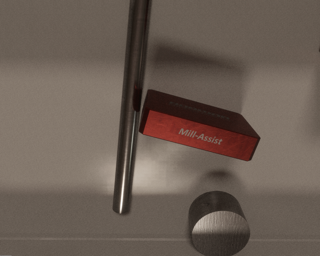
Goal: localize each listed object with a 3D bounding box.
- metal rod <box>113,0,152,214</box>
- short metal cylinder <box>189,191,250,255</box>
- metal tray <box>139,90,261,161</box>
[{"bbox_3d":[-0.039,-0.021,0.403,0.025,0.025,0.298,6,110,-3],"label":"metal rod"},{"bbox_3d":[0.084,0.139,0.451,0.081,0.050,0.079,0,110,-1],"label":"short metal cylinder"},{"bbox_3d":[0.043,-0.007,0.374,0.131,0.090,0.030,15,109,-6],"label":"metal tray"}]
